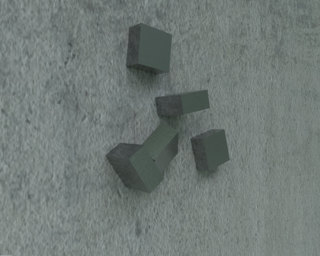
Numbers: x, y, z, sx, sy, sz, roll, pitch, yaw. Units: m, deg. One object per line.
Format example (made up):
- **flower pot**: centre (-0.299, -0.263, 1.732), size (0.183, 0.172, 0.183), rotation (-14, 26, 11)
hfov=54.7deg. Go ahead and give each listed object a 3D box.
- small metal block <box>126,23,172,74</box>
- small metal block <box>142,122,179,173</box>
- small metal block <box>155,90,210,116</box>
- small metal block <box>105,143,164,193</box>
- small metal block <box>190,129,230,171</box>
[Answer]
- **small metal block**: centre (-0.013, -0.099, 0.395), size (0.050, 0.025, 0.050), rotation (7, 86, -40)
- **small metal block**: centre (-0.001, 0.030, 0.390), size (0.050, 0.025, 0.050), rotation (-49, 155, -29)
- **small metal block**: centre (0.030, -0.034, 0.416), size (0.050, 0.050, 0.025), rotation (-15, 100, -39)
- **small metal block**: centre (-0.030, 0.046, 0.365), size (0.025, 0.050, 0.050), rotation (-42, 116, -32)
- **small metal block**: centre (0.077, 0.033, 0.472), size (0.050, 0.025, 0.050), rotation (-20, 103, -38)
